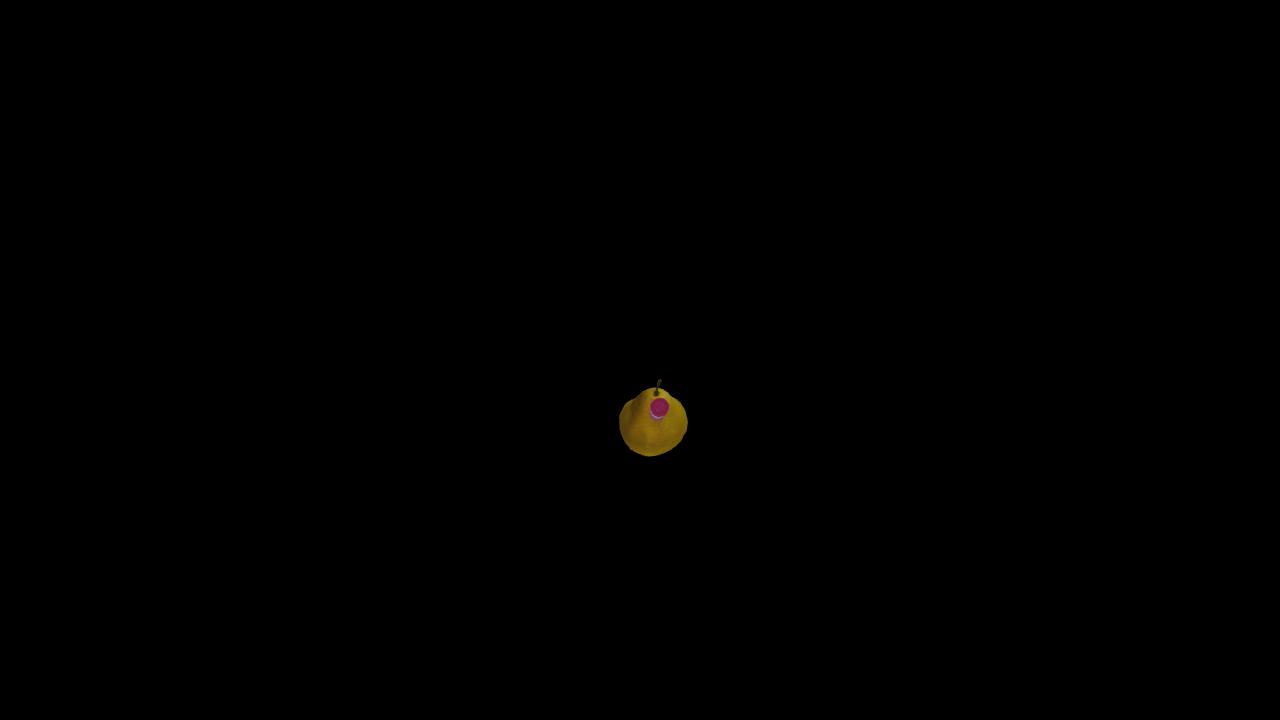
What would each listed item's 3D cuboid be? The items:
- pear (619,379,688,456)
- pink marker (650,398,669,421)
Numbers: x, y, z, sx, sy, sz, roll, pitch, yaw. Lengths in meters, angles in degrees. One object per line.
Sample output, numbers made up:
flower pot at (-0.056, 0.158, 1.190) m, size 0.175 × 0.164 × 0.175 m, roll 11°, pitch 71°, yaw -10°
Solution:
pear at (0.013, 0.062, 0.693) m, size 0.080 × 0.080 × 0.111 m, roll 0°, pitch -30°, yaw 7°
pink marker at (0.019, 0.057, 0.665) m, size 0.020 × 0.020 × 0.121 m, roll 0°, pitch -11°, yaw -1°
